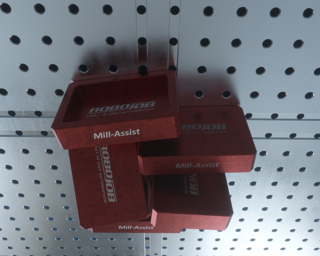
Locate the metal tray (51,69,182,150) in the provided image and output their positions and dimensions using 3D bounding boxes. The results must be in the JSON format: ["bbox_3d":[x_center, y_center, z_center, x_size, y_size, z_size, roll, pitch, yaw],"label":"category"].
[{"bbox_3d":[-0.044,-0.023,0.348,0.131,0.090,0.030,-6,130,5],"label":"metal tray"}]

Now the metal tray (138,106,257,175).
[{"bbox_3d":[0.041,0.013,0.379,0.131,0.090,0.030,-2,130,1],"label":"metal tray"}]

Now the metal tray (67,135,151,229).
[{"bbox_3d":[-0.065,0.055,0.399,0.090,0.129,0.030,-13,172,10],"label":"metal tray"}]

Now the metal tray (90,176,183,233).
[{"bbox_3d":[-0.033,0.107,0.459,0.131,0.090,0.030,1,130,-1],"label":"metal tray"}]

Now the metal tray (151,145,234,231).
[{"bbox_3d":[0.036,0.064,0.397,0.091,0.130,0.030,4,130,-4],"label":"metal tray"}]
